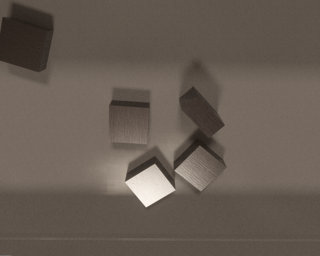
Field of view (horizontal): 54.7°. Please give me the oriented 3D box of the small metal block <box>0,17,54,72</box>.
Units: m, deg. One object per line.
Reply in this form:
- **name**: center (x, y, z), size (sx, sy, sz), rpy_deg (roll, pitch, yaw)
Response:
- **small metal block**: center (-0.162, -0.100, 0.372), size (0.050, 0.025, 0.050), rpy_deg (17, 109, -7)

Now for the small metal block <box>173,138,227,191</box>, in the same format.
- **small metal block**: center (0.055, 0.051, 0.431), size (0.050, 0.025, 0.050), rpy_deg (39, 105, -14)

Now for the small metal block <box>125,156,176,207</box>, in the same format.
- **small metal block**: center (-0.013, 0.076, 0.439), size (0.050, 0.025, 0.050), rpy_deg (-33, 107, 11)

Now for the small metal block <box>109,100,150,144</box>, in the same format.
- **small metal block**: center (-0.040, -0.008, 0.408), size (0.050, 0.025, 0.050), rpy_deg (4, 110, -2)

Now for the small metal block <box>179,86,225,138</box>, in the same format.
- **small metal block**: center (0.052, -0.021, 0.391), size (0.025, 0.050, 0.050), rpy_deg (-41, 106, 13)
